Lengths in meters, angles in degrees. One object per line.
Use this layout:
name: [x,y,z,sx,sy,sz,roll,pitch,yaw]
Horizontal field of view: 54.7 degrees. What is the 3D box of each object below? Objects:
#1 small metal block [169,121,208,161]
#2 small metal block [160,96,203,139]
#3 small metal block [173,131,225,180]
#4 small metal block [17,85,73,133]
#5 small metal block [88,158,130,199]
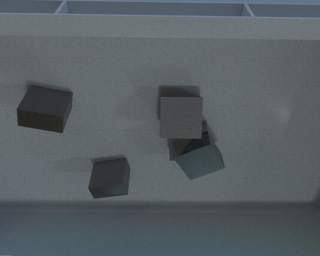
small metal block: [0.038,0.018,0.424,0.050,0.025,0.050,-2,131,1]
small metal block: [0.025,-0.014,0.383,0.050,0.025,0.050,1,98,-1]
small metal block: [0.051,0.037,0.408,0.050,0.025,0.050,-23,127,18]
small metal block: [-0.136,-0.023,0.371,0.050,0.050,0.025,10,129,-9]
small metal block: [-0.073,0.073,0.454,0.050,0.050,0.025,-8,130,7]
